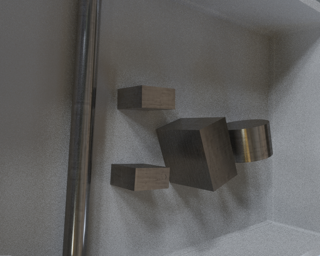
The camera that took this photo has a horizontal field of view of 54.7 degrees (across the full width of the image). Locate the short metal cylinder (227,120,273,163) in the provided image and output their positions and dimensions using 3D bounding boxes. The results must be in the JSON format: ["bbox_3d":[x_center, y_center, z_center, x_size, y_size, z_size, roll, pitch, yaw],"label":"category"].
[{"bbox_3d":[0.132,0.019,0.484,0.081,0.080,0.050,-16,101,-39],"label":"short metal cylinder"}]

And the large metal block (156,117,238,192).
[{"bbox_3d":[0.048,0.032,0.413,0.050,0.080,0.080,-24,106,-38],"label":"large metal block"}]

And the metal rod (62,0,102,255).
[{"bbox_3d":[-0.084,0.002,0.337,0.025,0.025,0.298,5,87,-40],"label":"metal rod"}]

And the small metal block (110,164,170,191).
[{"bbox_3d":[-0.024,0.058,0.372,0.050,0.050,0.025,5,87,-40],"label":"small metal block"}]

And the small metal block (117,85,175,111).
[{"bbox_3d":[-0.017,-0.035,0.378,0.050,0.050,0.025,0,90,-40],"label":"small metal block"}]
